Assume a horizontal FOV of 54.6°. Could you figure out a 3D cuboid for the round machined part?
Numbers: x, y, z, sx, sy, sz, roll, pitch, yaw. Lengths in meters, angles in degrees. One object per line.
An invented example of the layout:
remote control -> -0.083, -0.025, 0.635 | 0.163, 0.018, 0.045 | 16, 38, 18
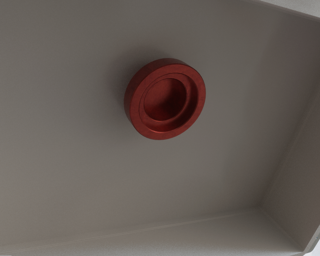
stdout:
round machined part -> 0.003, -0.038, 0.375 | 0.099, 0.042, 0.097 | -14, 124, -21
